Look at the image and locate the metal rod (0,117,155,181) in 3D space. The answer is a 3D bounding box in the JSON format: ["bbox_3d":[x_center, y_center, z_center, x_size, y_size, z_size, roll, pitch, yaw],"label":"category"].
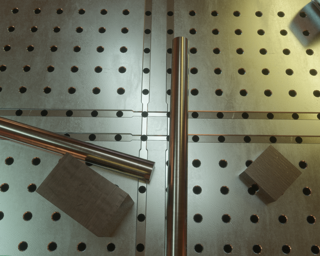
[{"bbox_3d":[-0.154,0.014,0.405,0.301,0.025,0.025,16,71,5],"label":"metal rod"}]

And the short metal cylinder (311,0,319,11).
[{"bbox_3d":[0.272,-0.207,0.460,0.080,0.080,0.050,-26,72,-9],"label":"short metal cylinder"}]

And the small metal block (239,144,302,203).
[{"bbox_3d":[0.139,0.058,0.391,0.050,0.025,0.050,-41,75,-14],"label":"small metal block"}]

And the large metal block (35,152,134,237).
[{"bbox_3d":[-0.080,0.079,0.353,0.080,0.080,0.050,32,73,11],"label":"large metal block"}]

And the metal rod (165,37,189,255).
[{"bbox_3d":[0.024,0.013,0.407,0.025,0.025,0.299,2,70,1],"label":"metal rod"}]
